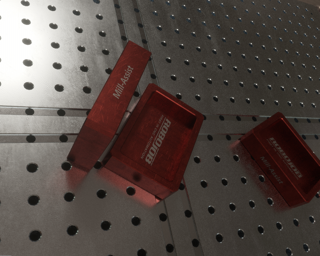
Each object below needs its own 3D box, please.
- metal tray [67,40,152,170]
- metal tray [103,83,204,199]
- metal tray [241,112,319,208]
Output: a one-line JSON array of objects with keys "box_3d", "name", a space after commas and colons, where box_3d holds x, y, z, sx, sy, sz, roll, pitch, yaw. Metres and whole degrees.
[{"box_3d": [-0.057, -0.027, 0.353, 0.030, 0.090, 0.130, 28, 52, -12], "name": "metal tray"}, {"box_3d": [-0.003, 0.012, 0.396, 0.090, 0.030, 0.130, 32, 51, -8], "name": "metal tray"}, {"box_3d": [0.197, 0.046, 0.485, 0.091, 0.030, 0.130, -27, 77, -37], "name": "metal tray"}]
